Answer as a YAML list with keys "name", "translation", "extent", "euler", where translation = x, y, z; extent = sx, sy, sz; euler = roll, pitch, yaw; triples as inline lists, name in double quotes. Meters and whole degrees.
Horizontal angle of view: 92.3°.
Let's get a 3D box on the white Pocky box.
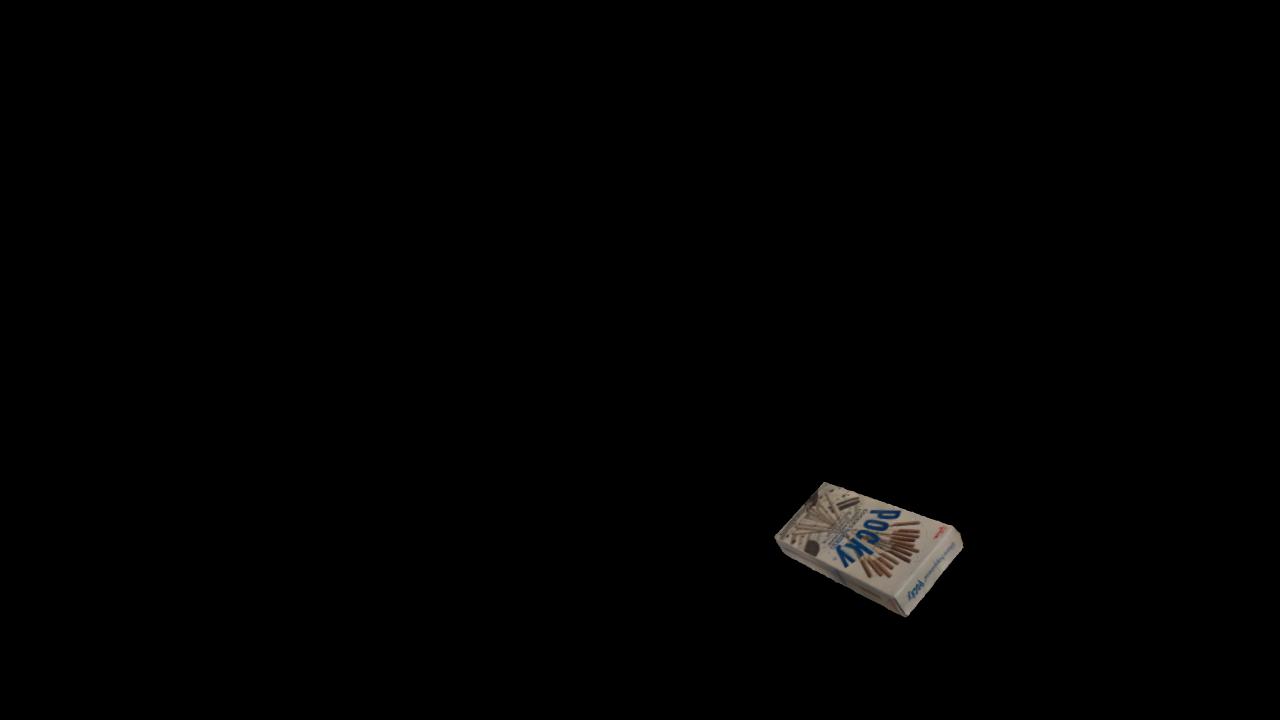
- name: "white Pocky box"
  translation: [0.200, 0.165, 0.559]
  extent: [0.084, 0.028, 0.154]
  euler: [-40, 19, -18]
